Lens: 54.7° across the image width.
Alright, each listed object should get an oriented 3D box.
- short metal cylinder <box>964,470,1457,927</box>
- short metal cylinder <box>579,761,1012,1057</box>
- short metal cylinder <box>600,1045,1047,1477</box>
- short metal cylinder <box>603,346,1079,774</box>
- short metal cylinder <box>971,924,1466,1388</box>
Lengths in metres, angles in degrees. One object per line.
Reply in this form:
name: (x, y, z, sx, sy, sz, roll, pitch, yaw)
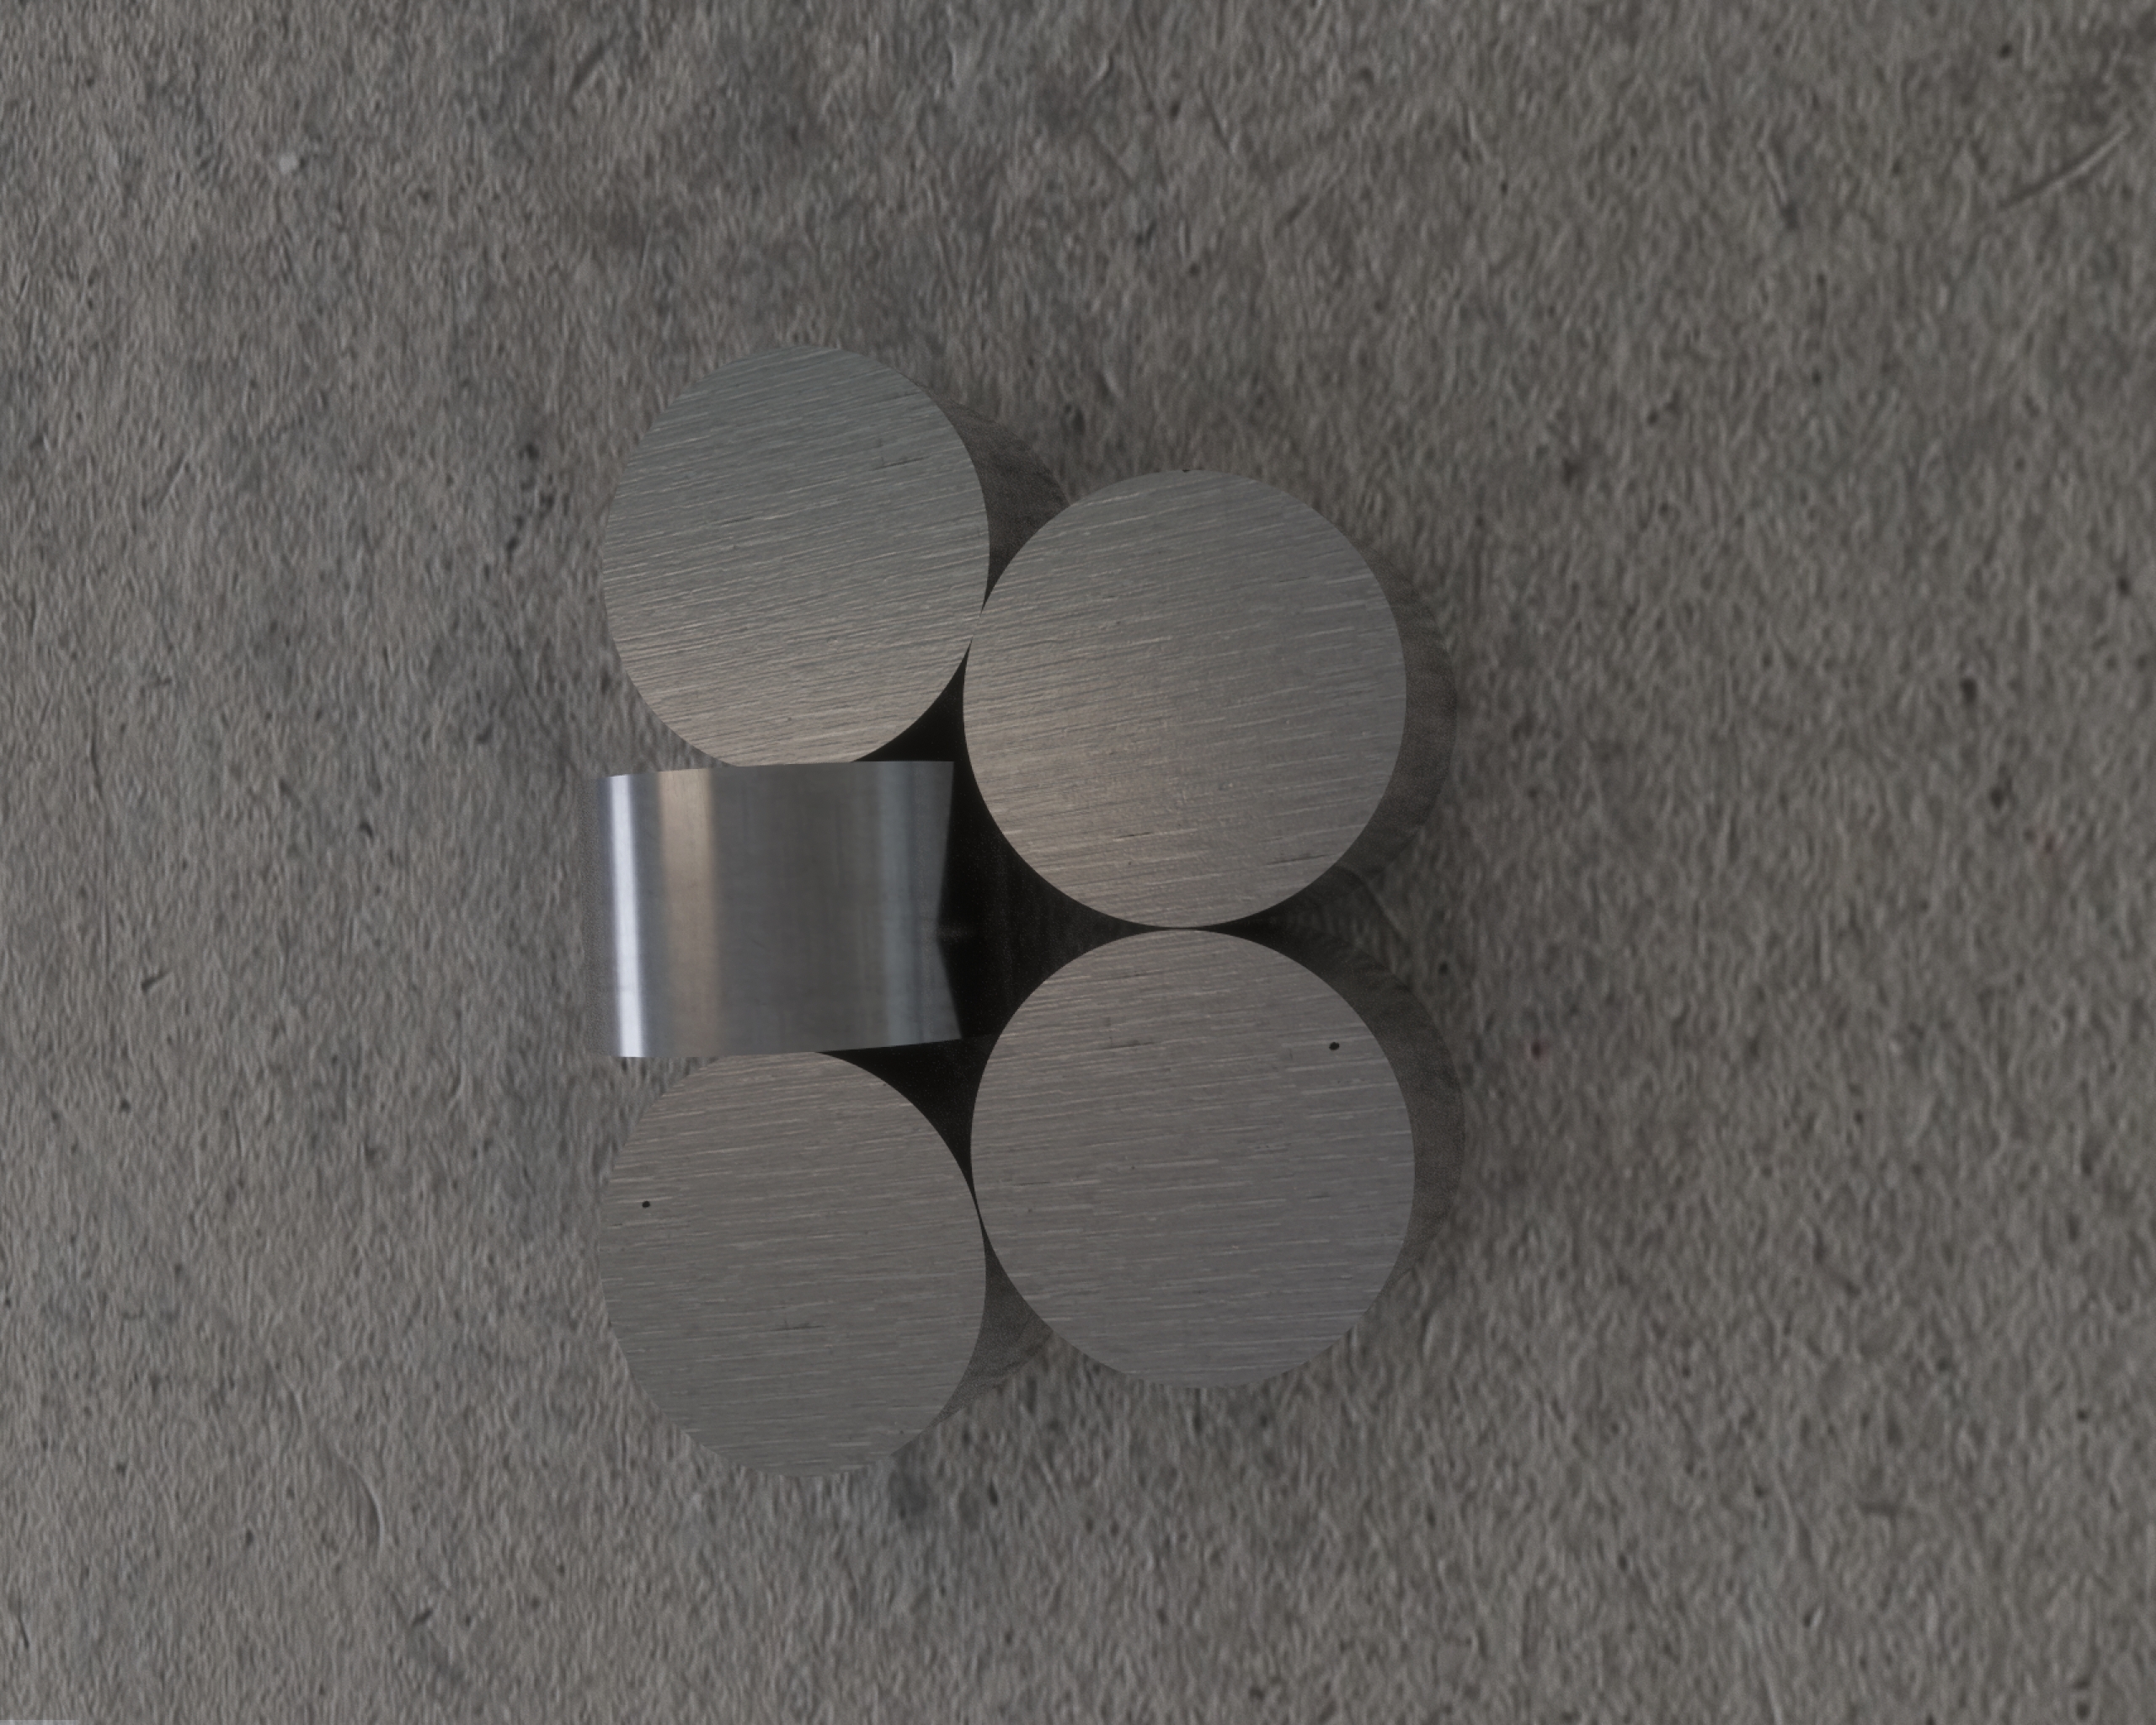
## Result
short metal cylinder: (0.026, -0.029, 0.386, 0.080, 0.050, 0.080, 0, 90, 19)
short metal cylinder: (-0.053, 0.008, 0.398, 0.080, 0.080, 0.050, -3, 89, 20)
short metal cylinder: (-0.046, 0.074, 0.412, 0.080, 0.050, 0.080, 0, 90, 20)
short metal cylinder: (-0.045, -0.056, 0.412, 0.080, 0.050, 0.080, 0, 90, 20)
short metal cylinder: (0.027, 0.051, 0.386, 0.080, 0.050, 0.080, 0, 90, 20)
